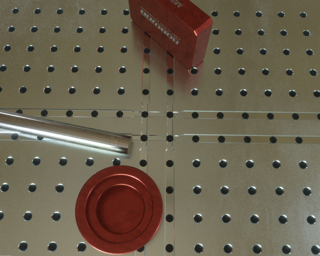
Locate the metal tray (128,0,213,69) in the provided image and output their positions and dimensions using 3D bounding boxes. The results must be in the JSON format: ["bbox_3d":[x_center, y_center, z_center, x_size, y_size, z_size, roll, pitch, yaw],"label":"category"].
[{"bbox_3d":[0.010,-0.152,0.432,0.030,0.090,0.130,-43,76,-14],"label":"metal tray"}]

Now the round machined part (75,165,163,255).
[{"bbox_3d":[-0.046,0.096,0.367,0.099,0.042,0.098,0,70,0],"label":"round machined part"}]

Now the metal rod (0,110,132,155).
[{"bbox_3d":[-0.187,-0.007,0.412,0.302,0.025,0.025,11,71,4],"label":"metal rod"}]
